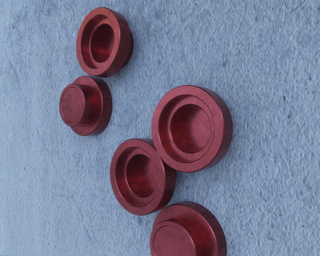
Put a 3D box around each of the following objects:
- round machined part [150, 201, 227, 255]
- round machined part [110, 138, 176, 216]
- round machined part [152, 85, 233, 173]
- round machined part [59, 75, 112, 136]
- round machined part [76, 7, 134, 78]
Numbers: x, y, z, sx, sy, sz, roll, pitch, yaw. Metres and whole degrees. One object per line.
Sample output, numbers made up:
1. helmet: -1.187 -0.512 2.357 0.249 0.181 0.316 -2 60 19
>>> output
1. round machined part: 0.026 0.141 0.372 0.098 0.042 0.097 0 90 40
2. round machined part: -0.018 0.062 0.409 0.098 0.042 0.097 0 90 40
3. round machined part: 0.041 0.001 0.360 0.098 0.042 0.097 0 90 39
4. round machined part: -0.125 -0.036 0.497 0.098 0.042 0.097 0 90 40
5. round machined part: -0.077 -0.123 0.458 0.098 0.042 0.097 0 90 40
